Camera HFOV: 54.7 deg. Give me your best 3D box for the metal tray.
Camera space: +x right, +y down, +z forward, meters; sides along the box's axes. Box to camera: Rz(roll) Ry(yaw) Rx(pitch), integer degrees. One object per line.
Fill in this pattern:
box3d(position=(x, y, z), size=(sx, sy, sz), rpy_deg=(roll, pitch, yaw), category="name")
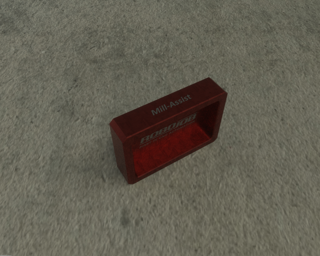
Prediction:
box3d(position=(0.012, 0.004, 0.357), size=(0.131, 0.089, 0.030), rpy_deg=(-25, 55, -20), category="metal tray")
